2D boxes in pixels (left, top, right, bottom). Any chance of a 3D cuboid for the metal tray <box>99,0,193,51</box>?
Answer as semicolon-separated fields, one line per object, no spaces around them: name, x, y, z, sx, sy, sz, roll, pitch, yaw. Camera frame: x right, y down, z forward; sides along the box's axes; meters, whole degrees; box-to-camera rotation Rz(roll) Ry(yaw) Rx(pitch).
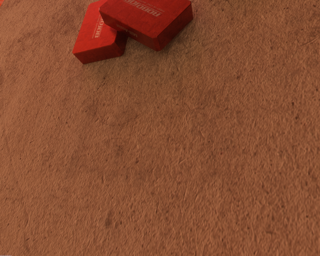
metal tray;-0.023;-0.187;0.504;0.130;0.030;0.090;34;73;26

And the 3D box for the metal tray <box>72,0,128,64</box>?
metal tray;-0.101;-0.183;0.566;0.090;0.030;0.130;-5;59;25
